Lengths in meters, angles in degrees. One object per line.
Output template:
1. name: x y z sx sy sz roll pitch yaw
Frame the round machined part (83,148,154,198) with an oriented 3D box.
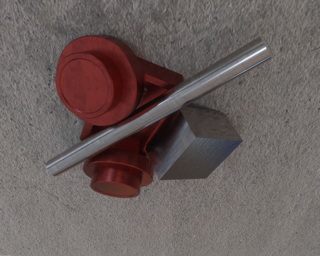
1. round machined part: -0.059 0.067 0.432 0.099 0.042 0.098 6 151 4

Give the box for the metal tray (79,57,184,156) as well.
1. metal tray: -0.037 -0.022 0.386 0.091 0.030 0.129 19 128 -16

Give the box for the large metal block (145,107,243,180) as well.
1. large metal block: 0.042 0.021 0.392 0.081 0.050 0.080 6 134 -37

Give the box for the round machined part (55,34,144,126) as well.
1. round machined part: -0.070 -0.048 0.330 0.098 0.042 0.097 7 111 19

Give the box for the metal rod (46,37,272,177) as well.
1. metal rod: -0.019 -0.013 0.359 0.300 0.025 0.025 -28 125 22
